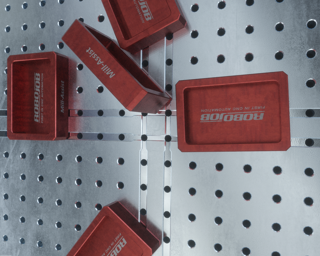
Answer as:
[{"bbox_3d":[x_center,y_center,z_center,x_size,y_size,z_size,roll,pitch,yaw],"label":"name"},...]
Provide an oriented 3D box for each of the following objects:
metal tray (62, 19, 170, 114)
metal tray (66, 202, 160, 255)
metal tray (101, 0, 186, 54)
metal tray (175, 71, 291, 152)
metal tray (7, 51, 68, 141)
[{"bbox_3d":[-0.053,-0.075,0.395,0.130,0.090,0.030,47,104,13],"label":"metal tray"},{"bbox_3d":[-0.074,0.181,0.434,0.090,0.030,0.130,40,102,15],"label":"metal tray"},{"bbox_3d":[-0.031,-0.179,0.419,0.090,0.030,0.129,-24,82,18],"label":"metal tray"},{"bbox_3d":[0.087,-0.017,0.378,0.130,0.030,0.089,-2,89,19],"label":"metal tray"},{"bbox_3d":[-0.187,-0.047,0.474,0.090,0.030,0.129,0,90,19],"label":"metal tray"}]
